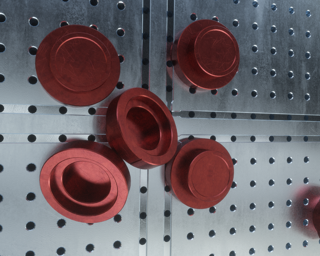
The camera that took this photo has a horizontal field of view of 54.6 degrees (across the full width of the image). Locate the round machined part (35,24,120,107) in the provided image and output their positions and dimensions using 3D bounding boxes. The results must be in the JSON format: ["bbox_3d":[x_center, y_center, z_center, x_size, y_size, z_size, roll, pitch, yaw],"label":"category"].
[{"bbox_3d":[-0.095,-0.074,0.368,0.099,0.042,0.097,0,90,-20],"label":"round machined part"}]

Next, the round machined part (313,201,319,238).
[{"bbox_3d":[0.295,0.151,0.512,0.099,0.042,0.097,0,90,-20],"label":"round machined part"}]

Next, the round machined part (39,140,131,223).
[{"bbox_3d":[-0.082,0.057,0.358,0.098,0.042,0.097,2,113,4],"label":"round machined part"}]

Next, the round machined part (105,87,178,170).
[{"bbox_3d":[-0.027,0.004,0.377,0.098,0.042,0.098,26,52,-38],"label":"round machined part"}]

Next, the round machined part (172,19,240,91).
[{"bbox_3d":[0.069,-0.102,0.429,0.099,0.042,0.097,0,90,-20],"label":"round machined part"}]

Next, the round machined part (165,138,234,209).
[{"bbox_3d":[0.060,0.063,0.426,0.099,0.042,0.097,0,90,-20],"label":"round machined part"}]
